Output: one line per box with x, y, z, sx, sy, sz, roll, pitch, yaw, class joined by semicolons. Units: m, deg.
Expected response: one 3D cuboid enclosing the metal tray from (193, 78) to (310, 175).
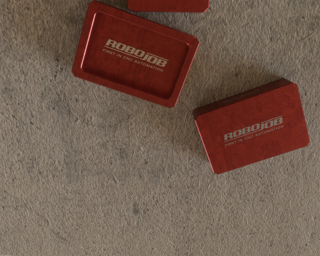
0.119;-0.001;0.408;0.130;0.030;0.090;-19;109;6;metal tray

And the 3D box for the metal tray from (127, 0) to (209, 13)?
0.010;-0.194;0.335;0.091;0.030;0.129;0;110;-1;metal tray

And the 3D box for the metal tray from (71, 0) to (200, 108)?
-0.030;-0.087;0.374;0.131;0.030;0.089;18;109;-7;metal tray
